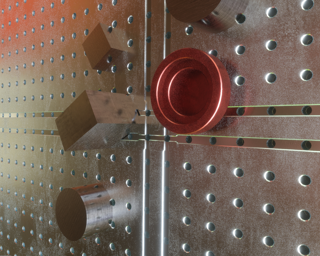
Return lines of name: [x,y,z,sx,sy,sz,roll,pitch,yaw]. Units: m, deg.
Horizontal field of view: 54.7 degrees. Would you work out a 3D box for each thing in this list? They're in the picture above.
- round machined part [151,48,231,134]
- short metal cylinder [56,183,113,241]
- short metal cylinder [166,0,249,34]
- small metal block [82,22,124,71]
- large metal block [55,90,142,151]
round machined part: [0.039,-0.041,0.365,0.098,0.042,0.097,0,90,39]
short metal cylinder: [-0.120,0.131,0.489,0.080,0.050,0.079,0,90,39]
short metal cylinder: [0.053,-0.153,0.348,0.080,0.050,0.079,0,90,39]
small metal block: [-0.090,-0.125,0.481,0.050,0.025,0.050,-39,67,33]
large metal block: [-0.088,-0.009,0.444,0.080,0.081,0.050,-35,68,34]
